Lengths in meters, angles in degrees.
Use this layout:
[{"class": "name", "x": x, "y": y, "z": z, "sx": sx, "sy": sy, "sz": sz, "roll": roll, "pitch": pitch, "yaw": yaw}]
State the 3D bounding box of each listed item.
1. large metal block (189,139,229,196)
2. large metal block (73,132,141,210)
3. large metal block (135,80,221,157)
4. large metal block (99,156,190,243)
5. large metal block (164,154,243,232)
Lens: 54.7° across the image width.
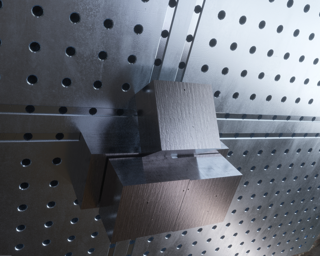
[{"class": "large metal block", "x": 0.043, "y": 0.053, "z": 0.452, "sx": 0.081, "sy": 0.050, "sz": 0.079, "roll": -1, "pitch": 119, "yaw": -28}, {"class": "large metal block", "x": -0.061, "y": 0.052, "z": 0.396, "sx": 0.081, "sy": 0.050, "sz": 0.079, "roll": 1, "pitch": 118, "yaw": -30}, {"class": "large metal block", "x": 0.021, "y": -0.009, "z": 0.376, "sx": 0.081, "sy": 0.050, "sz": 0.080, "roll": 0, "pitch": 76, "yaw": -29}, {"class": "large metal block", "x": -0.021, "y": 0.081, "z": 0.367, "sx": 0.081, "sy": 0.050, "sz": 0.079, "roll": 0, "pitch": 119, "yaw": -29}, {"class": "large metal block", "x": 0.050, "y": 0.083, "z": 0.408, "sx": 0.081, "sy": 0.050, "sz": 0.079, "roll": 0, "pitch": 119, "yaw": -29}]
